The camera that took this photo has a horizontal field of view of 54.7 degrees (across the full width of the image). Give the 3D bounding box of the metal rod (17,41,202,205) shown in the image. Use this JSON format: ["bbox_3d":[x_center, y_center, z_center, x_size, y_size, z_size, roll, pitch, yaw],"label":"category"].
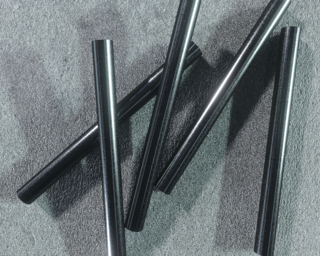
[{"bbox_3d":[-0.066,-0.007,0.409,0.300,0.025,0.025,-41,90,0],"label":"metal rod"}]

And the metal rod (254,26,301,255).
[{"bbox_3d":[0.155,0.017,0.410,0.025,0.025,0.298,7,90,0],"label":"metal rod"}]

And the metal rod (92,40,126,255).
[{"bbox_3d":[-0.062,0.044,0.389,0.025,0.025,0.298,-3,98,0],"label":"metal rod"}]

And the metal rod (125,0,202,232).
[{"bbox_3d":[0.001,-0.012,0.392,0.025,0.025,0.298,14,97,0],"label":"metal rod"}]

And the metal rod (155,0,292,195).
[{"bbox_3d":[0.082,-0.045,0.410,0.025,0.025,0.299,32,90,0],"label":"metal rod"}]
